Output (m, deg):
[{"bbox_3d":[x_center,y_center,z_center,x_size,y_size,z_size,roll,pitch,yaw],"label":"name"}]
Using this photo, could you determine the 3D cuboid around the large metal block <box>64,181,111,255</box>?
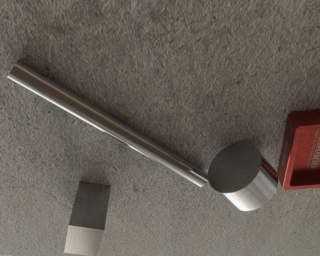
[{"bbox_3d":[-0.115,0.144,0.492,0.050,0.080,0.079,12,129,-10],"label":"large metal block"}]

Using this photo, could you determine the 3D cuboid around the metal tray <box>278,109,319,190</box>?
[{"bbox_3d":[0.222,0.033,0.435,0.091,0.030,0.129,-6,130,4],"label":"metal tray"}]

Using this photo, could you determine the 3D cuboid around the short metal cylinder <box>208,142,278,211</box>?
[{"bbox_3d":[0.114,0.067,0.430,0.080,0.080,0.050,-31,124,23],"label":"short metal cylinder"}]

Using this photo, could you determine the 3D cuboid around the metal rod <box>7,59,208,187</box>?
[{"bbox_3d":[-0.050,0.006,0.411,0.301,0.025,0.025,32,123,-25],"label":"metal rod"}]
